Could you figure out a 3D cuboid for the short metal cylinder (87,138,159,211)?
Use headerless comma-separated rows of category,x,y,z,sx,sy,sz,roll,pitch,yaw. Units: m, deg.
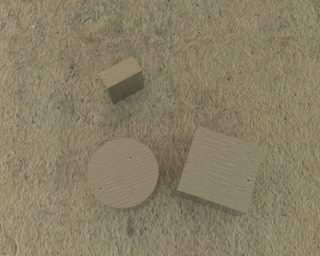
short metal cylinder,-0.042,0.058,0.373,0.081,0.050,0.080,0,70,0

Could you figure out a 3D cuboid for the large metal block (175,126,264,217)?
large metal block,0.070,0.054,0.376,0.080,0.050,0.080,18,71,6

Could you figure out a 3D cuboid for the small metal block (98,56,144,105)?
small metal block,-0.051,-0.063,0.417,0.050,0.050,0.025,-30,73,-10
